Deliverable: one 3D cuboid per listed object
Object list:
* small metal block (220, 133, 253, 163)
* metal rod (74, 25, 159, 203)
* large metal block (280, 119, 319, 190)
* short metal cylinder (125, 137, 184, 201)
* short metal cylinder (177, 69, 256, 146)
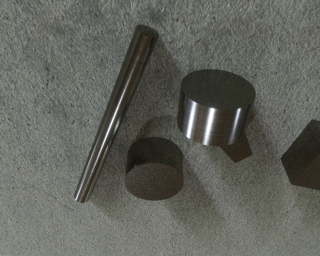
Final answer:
[{"bbox_3d":[0.091,0.009,0.400,0.025,0.050,0.050,-31,124,23],"label":"small metal block"},{"bbox_3d":[-0.069,0.005,0.410,0.025,0.025,0.298,17,128,-15],"label":"metal rod"},{"bbox_3d":[0.232,0.042,0.430,0.081,0.050,0.079,13,129,-12],"label":"large metal block"},{"bbox_3d":[-0.008,0.059,0.441,0.081,0.050,0.079,0,130,0],"label":"short metal cylinder"},{"bbox_3d":[0.062,-0.025,0.351,0.081,0.080,0.050,2,130,-3],"label":"short metal cylinder"}]
